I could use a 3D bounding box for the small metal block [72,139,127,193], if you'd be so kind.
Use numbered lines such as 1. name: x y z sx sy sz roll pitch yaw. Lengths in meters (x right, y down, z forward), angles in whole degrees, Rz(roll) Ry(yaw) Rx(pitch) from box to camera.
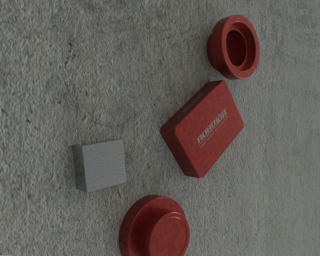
1. small metal block: -0.068 0.040 0.349 0.050 0.025 0.050 -9 96 -40

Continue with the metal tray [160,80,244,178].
1. metal tray: 0.068 -0.001 0.461 0.131 0.030 0.090 -44 117 -31

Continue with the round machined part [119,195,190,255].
1. round machined part: 0.000 0.138 0.396 0.099 0.042 0.097 0 90 -40

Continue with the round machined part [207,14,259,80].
1. round machined part: 0.112 -0.125 0.490 0.099 0.042 0.097 0 90 -40
